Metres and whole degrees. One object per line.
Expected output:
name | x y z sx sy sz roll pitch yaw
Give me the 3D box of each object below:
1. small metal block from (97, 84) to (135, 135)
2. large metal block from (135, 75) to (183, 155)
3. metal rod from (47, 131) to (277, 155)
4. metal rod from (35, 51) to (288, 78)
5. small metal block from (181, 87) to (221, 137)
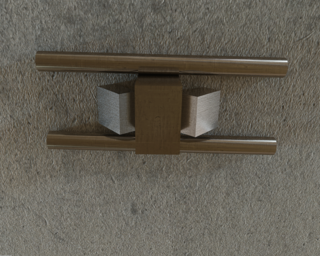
small metal block | -0.054 -0.025 0.386 0.025 0.050 0.050 -15 116 -37
large metal block | -0.002 -0.021 0.376 0.050 0.080 0.079 1 110 -1
metal rod | 0.003 0.020 0.418 0.302 0.025 0.025 2 110 -1
metal rod | 0.003 -0.078 0.382 0.302 0.025 0.025 1 110 -1
small metal block | 0.050 -0.021 0.389 0.025 0.050 0.050 17 115 38
